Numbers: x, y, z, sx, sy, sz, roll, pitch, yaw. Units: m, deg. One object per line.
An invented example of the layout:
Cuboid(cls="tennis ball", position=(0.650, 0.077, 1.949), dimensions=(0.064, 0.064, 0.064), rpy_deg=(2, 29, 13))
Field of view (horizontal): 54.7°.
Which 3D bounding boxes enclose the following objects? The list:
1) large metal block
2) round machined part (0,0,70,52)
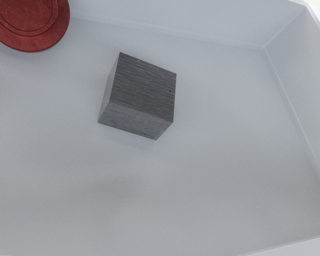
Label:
Cuboid(cls="large metal block", position=(-0.028, -0.040, 0.400), dimensions=(0.081, 0.050, 0.080), rpy_deg=(18, 55, -18))
Cuboid(cls="round machined part", position=(-0.157, -0.140, 0.364), dimensions=(0.099, 0.042, 0.097), rpy_deg=(-3, 99, -20))
